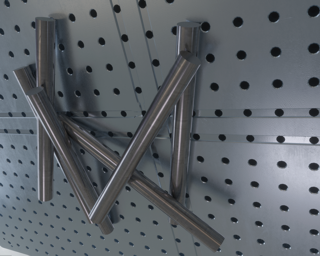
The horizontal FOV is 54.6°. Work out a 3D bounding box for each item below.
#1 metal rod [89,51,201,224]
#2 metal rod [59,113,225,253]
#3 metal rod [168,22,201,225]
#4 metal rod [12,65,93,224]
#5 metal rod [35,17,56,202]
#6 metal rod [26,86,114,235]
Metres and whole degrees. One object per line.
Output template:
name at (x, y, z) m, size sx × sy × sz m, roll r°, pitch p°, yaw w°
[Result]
metal rod at (-0.033, 0.033, 0.401) m, size 0.025 × 0.025 × 0.298 m, roll 35°, pitch 124°, yaw 5°
metal rod at (-0.038, 0.073, 0.453) m, size 0.300 × 0.025 × 0.025 m, roll 36°, pitch 129°, yaw 13°
metal rod at (0.027, 0.017, 0.407) m, size 0.025 × 0.025 × 0.298 m, roll 15°, pitch 125°, yaw 20°
metal rod at (-0.167, 0.040, 0.525) m, size 0.025 × 0.025 × 0.299 m, roll -4°, pitch 117°, yaw 30°
metal rod at (-0.174, -0.011, 0.471) m, size 0.025 × 0.025 × 0.298 m, roll 19°, pitch 118°, yaw 17°
metal rod at (-0.133, 0.070, 0.500) m, size 0.025 × 0.025 × 0.299 m, roll 3°, pitch 128°, yaw 27°
